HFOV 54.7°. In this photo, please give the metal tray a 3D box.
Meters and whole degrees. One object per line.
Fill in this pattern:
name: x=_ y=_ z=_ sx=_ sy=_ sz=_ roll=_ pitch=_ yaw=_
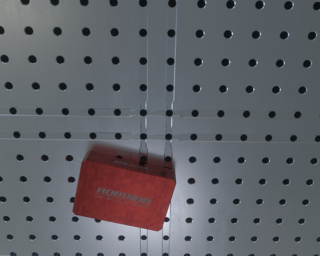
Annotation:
metal tray: x=-0.051 y=0.092 z=0.444 sx=0.131 sy=0.030 sz=0.089 roll=13 pitch=110 yaw=-5
